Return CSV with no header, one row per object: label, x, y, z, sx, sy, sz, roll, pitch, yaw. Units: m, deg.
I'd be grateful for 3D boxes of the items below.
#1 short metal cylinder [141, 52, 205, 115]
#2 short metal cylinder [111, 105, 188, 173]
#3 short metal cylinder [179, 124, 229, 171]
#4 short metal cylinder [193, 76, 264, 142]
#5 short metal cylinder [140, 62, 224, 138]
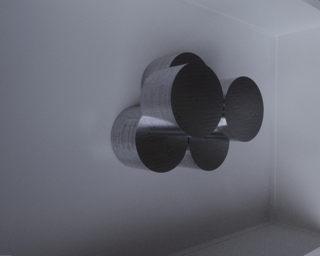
short metal cylinder,0.023,-0.055,0.407,0.081,0.050,0.080,0,90,-40
short metal cylinder,-0.012,0.012,0.378,0.081,0.050,0.080,0,90,-40
short metal cylinder,0.051,0.017,0.431,0.081,0.050,0.080,0,90,-40
short metal cylinder,0.088,-0.023,0.395,0.081,0.050,0.080,0,90,-40
short metal cylinder,0.025,-0.029,0.344,0.081,0.050,0.080,0,90,-40
